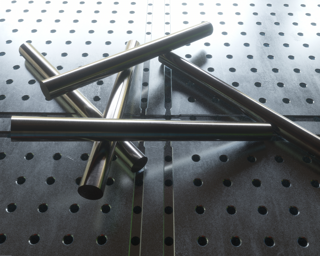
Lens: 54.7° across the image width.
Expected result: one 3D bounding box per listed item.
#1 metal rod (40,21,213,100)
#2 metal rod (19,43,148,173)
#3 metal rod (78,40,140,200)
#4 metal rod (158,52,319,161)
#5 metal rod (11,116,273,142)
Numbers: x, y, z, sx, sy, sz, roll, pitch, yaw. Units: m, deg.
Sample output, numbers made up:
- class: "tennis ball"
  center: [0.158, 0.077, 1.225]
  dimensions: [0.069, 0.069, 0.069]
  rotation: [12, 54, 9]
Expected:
- class: "metal rod"
  center: [-0.028, -0.109, 0.454]
  dimensions: [0.302, 0.025, 0.025]
  rotation: [-30, 56, -32]
- class: "metal rod"
  center: [-0.123, -0.043, 0.442]
  dimensions: [0.025, 0.025, 0.300]
  rotation: [-34, 58, -25]
- class: "metal rod"
  center: [-0.056, -0.037, 0.412]
  dimensions: [0.025, 0.025, 0.300]
  rotation: [4, 42, 3]
- class: "metal rod"
  center: [0.114, -0.038, 0.441]
  dimensions: [0.300, 0.025, 0.025]
  rotation: [37, 59, 26]
- class: "metal rod"
  center: [-0.002, 0.003, 0.352]
  dimensions: [0.303, 0.025, 0.025]
  rotation: [1, 48, -21]
